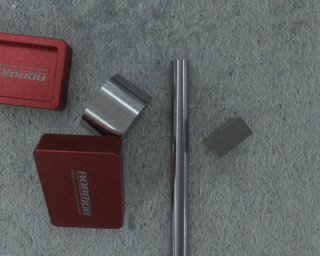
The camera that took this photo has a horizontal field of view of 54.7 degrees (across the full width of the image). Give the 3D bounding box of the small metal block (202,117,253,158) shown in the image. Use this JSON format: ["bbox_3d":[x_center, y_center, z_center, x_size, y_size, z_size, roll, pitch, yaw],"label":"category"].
[{"bbox_3d":[0.085,0.011,0.399,0.050,0.050,0.025,-38,90,0],"label":"small metal block"}]

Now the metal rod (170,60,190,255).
[{"bbox_3d":[0.026,0.061,0.410,0.025,0.025,0.298,0,90,-1],"label":"metal rod"}]

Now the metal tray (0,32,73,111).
[{"bbox_3d":[-0.188,-0.074,0.404,0.131,0.030,0.089,7,90,-1],"label":"metal tray"}]

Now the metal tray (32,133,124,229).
[{"bbox_3d":[-0.090,0.068,0.371,0.091,0.030,0.129,2,126,-1],"label":"metal tray"}]

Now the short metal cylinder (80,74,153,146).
[{"bbox_3d":[-0.053,-0.020,0.382,0.050,0.080,0.080,36,90,-1],"label":"short metal cylinder"}]
